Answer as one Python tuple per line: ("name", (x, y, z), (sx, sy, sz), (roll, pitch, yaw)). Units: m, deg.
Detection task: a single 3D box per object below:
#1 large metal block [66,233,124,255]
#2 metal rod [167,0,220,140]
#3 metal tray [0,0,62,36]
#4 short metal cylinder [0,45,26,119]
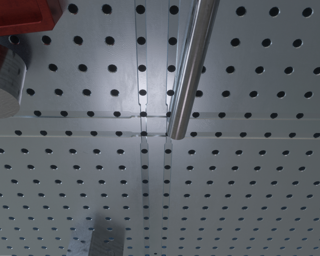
("large metal block", (-0.131, 0.261, 0.617), (0.080, 0.050, 0.080), (-37, 121, 27))
("metal rod", (0.042, -0.105, 0.322), (0.025, 0.025, 0.298), (6, 130, -5))
("metal tray", (-0.172, -0.134, 0.292), (0.131, 0.030, 0.089), (-5, 130, 4))
("short metal cylinder", (-0.190, -0.050, 0.332), (0.081, 0.050, 0.080), (-3, 154, -1))
